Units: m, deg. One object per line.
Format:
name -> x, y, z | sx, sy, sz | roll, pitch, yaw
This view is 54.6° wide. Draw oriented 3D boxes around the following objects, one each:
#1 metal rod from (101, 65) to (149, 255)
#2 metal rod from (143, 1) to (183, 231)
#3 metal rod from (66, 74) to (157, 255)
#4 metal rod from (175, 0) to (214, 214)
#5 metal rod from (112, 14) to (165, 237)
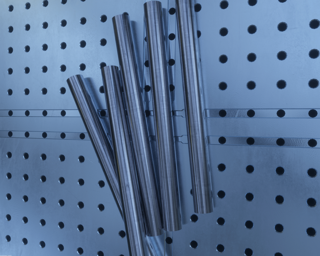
metal rod -> -0.045, 0.061, 0.412 | 0.025, 0.025, 0.299 | -14, 79, 19
metal rod -> 0.004, -0.017, 0.411 | 0.025, 0.025, 0.298 | -6, 88, 20
metal rod -> -0.066, 0.063, 0.436 | 0.025, 0.025, 0.299 | -26, 81, 18
metal rod -> 0.042, -0.043, 0.397 | 0.025, 0.025, 0.298 | -6, 88, 20
metal rod -> -0.030, -0.006, 0.423 | 0.025, 0.025, 0.299 | -11, 86, 20
